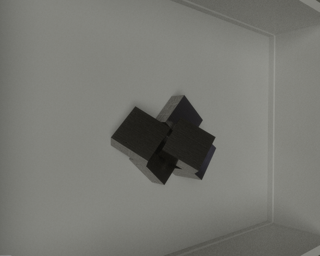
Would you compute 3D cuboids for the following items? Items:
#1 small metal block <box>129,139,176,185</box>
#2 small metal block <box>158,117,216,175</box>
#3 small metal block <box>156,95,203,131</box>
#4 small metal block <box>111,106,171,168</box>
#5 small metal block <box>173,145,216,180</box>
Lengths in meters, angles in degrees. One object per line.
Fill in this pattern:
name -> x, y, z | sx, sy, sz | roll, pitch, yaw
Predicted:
small metal block -> -0.004, 0.038, 0.403 | 0.050, 0.025, 0.050 | 50, 60, -29
small metal block -> 0.033, 0.023, 0.386 | 0.050, 0.025, 0.050 | 31, 67, 0
small metal block -> 0.026, -0.010, 0.428 | 0.050, 0.025, 0.050 | 50, 60, -29
small metal block -> -0.023, 0.011, 0.371 | 0.050, 0.025, 0.050 | 32, 65, 6
small metal block -> 0.042, 0.040, 0.425 | 0.025, 0.050, 0.050 | 43, 64, -32
